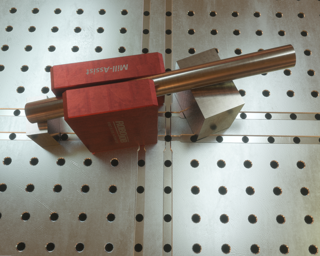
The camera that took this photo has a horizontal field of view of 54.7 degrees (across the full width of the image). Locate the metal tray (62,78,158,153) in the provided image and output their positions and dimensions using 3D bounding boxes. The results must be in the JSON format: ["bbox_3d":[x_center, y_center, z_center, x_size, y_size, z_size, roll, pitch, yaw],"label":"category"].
[{"bbox_3d":[-0.049,-0.008,0.358,0.091,0.130,0.030,-9,71,-4],"label":"metal tray"}]

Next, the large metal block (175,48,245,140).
[{"bbox_3d":[0.058,-0.040,0.397,0.050,0.080,0.080,-21,72,-8],"label":"large metal block"}]

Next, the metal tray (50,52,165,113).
[{"bbox_3d":[-0.060,-0.052,0.395,0.131,0.090,0.030,-8,72,-4],"label":"metal tray"}]

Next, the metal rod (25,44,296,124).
[{"bbox_3d":[-0.004,-0.048,0.349,0.302,0.025,0.025,-12,70,5],"label":"metal rod"}]

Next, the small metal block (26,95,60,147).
[{"bbox_3d":[-0.150,-0.008,0.399,0.025,0.050,0.050,-8,70,-3],"label":"small metal block"}]
